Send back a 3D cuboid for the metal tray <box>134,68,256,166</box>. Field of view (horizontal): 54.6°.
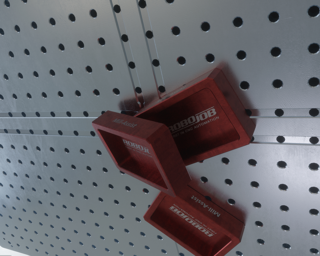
[{"bbox_3d":[0.038,-0.004,0.385,0.130,0.030,0.090,-25,105,37],"label":"metal tray"}]

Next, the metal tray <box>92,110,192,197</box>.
[{"bbox_3d":[-0.027,0.029,0.400,0.130,0.030,0.090,15,137,49],"label":"metal tray"}]

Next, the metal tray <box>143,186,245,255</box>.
[{"bbox_3d":[0.048,0.142,0.470,0.130,0.030,0.089,34,129,6],"label":"metal tray"}]
